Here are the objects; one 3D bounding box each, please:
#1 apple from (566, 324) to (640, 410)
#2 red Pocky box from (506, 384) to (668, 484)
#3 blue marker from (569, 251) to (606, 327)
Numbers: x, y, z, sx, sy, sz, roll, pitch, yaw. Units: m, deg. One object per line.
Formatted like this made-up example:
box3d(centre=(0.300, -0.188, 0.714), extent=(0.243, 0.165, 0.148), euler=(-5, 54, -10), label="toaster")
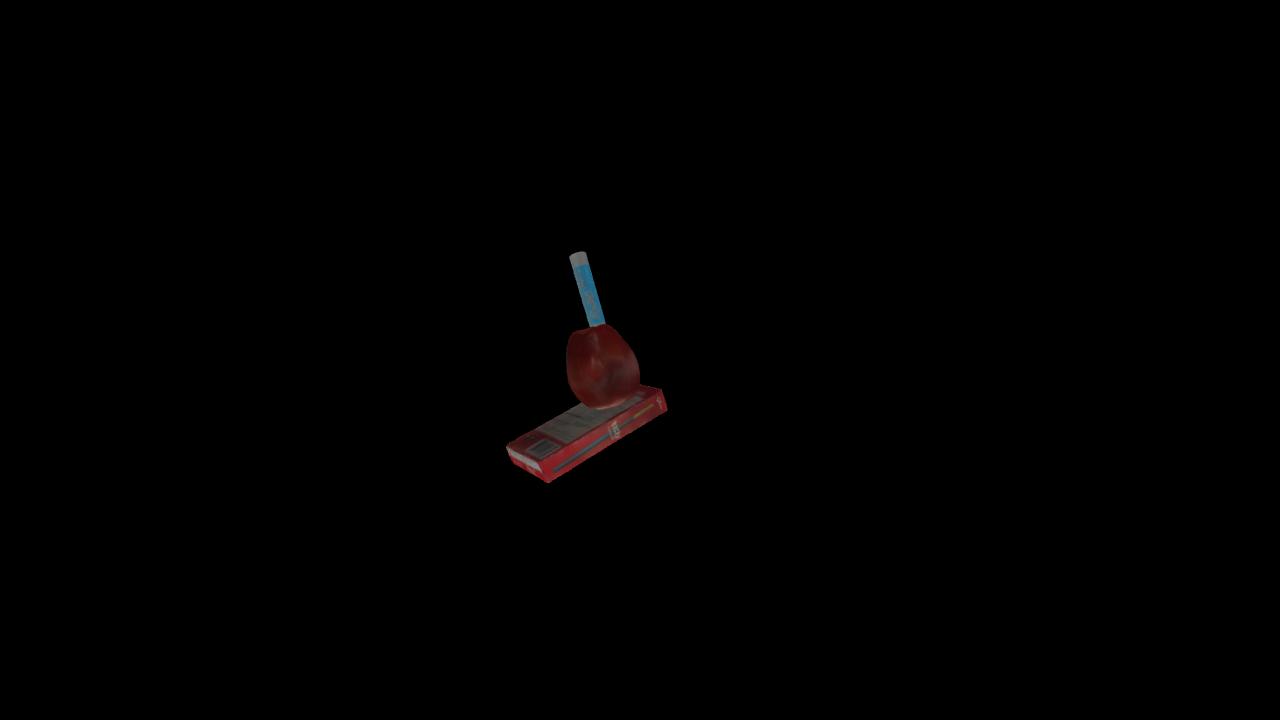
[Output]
box3d(centre=(-0.040, 0.010, 0.648), extent=(0.079, 0.093, 0.079), euler=(-14, 2, 1), label="apple")
box3d(centre=(-0.054, 0.070, 0.639), extent=(0.155, 0.028, 0.083), euler=(-29, 20, -28), label="red Pocky box")
box3d(centre=(-0.050, -0.055, 0.653), extent=(0.020, 0.121, 0.020), euler=(-16, -5, -2), label="blue marker")
